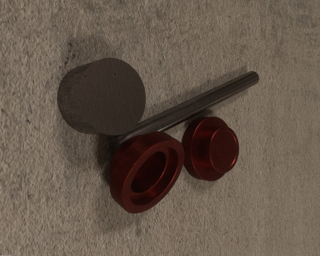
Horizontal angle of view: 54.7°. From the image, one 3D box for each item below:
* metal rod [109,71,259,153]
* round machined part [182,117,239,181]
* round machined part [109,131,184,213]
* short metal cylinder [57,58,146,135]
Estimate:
[{"bbox_3d":[0.055,-0.034,0.453,0.302,0.025,0.025,-27,107,-37],"label":"metal rod"},{"bbox_3d":[0.082,0.031,0.465,0.099,0.042,0.097,0,90,-40],"label":"round machined part"},{"bbox_3d":[-0.020,0.047,0.363,0.099,0.042,0.097,-31,137,-34],"label":"round machined part"},{"bbox_3d":[-0.063,-0.032,0.337,0.081,0.050,0.079,0,90,-40],"label":"short metal cylinder"}]
